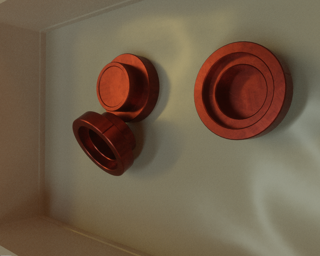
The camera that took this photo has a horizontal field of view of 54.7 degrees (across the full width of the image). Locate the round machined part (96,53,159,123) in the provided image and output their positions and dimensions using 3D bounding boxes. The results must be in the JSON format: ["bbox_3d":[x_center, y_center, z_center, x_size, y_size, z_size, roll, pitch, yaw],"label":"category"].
[{"bbox_3d":[-0.052,-0.056,0.436,0.098,0.042,0.097,0,90,39],"label":"round machined part"}]

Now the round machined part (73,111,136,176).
[{"bbox_3d":[-0.072,0.017,0.433,0.098,0.042,0.097,30,144,25],"label":"round machined part"}]

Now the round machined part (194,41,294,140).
[{"bbox_3d":[0.088,-0.037,0.322,0.098,0.042,0.097,0,90,39],"label":"round machined part"}]
